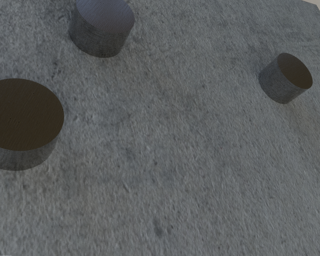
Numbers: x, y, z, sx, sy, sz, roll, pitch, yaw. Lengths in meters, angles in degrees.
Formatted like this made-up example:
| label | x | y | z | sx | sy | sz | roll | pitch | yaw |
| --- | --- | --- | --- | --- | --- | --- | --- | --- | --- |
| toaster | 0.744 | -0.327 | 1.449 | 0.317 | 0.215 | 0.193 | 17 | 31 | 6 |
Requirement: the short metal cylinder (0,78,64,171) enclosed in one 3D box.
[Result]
| label | x | y | z | sx | sy | sz | roll | pitch | yaw |
| --- | --- | --- | --- | --- | --- | --- | --- | --- | --- |
| short metal cylinder | -0.143 | -0.003 | 0.313 | 0.081 | 0.050 | 0.080 | 14 | 56 | -21 |

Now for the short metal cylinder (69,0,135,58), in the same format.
| label | x | y | z | sx | sy | sz | roll | pitch | yaw |
| --- | --- | --- | --- | --- | --- | --- | --- | --- | --- |
| short metal cylinder | -0.082 | -0.146 | 0.434 | 0.081 | 0.050 | 0.080 | 14 | 56 | -21 |

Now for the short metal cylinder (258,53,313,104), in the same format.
| label | x | y | z | sx | sy | sz | roll | pitch | yaw |
| --- | --- | --- | --- | --- | --- | --- | --- | --- | --- |
| short metal cylinder | 0.231 | -0.091 | 0.571 | 0.081 | 0.050 | 0.080 | 14 | 56 | -21 |
